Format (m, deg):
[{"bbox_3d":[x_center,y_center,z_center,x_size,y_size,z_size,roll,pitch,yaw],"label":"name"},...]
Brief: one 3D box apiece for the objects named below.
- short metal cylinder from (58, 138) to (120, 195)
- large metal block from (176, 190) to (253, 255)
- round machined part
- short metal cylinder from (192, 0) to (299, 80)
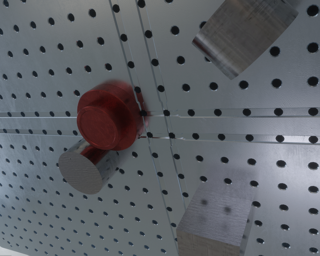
[{"bbox_3d":[-0.111,0.058,0.489,0.080,0.050,0.079,13,124,21],"label":"short metal cylinder"},{"bbox_3d":[0.076,0.136,0.420,0.080,0.080,0.050,7,122,24],"label":"large metal block"},{"bbox_3d":[-0.077,-0.008,0.436,0.098,0.042,0.097,13,124,21],"label":"round machined part"},{"bbox_3d":[0.075,-0.090,0.281,0.050,0.080,0.080,43,129,-2],"label":"short metal cylinder"}]
